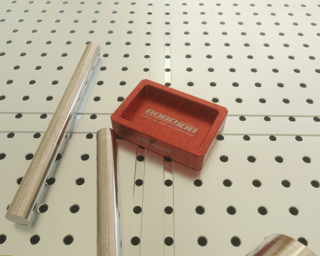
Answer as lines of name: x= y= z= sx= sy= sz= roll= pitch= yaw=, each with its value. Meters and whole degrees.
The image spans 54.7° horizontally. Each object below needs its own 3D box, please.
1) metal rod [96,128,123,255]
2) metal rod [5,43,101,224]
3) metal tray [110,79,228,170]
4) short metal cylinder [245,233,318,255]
metal rod: x=-0.050 y=0.122 z=0.304 sx=0.025 sy=0.025 sz=0.300 roll=-6 pitch=50 yaw=-5
metal rod: x=-0.130 y=-0.018 z=0.420 sx=0.025 sy=0.025 sz=0.300 roll=6 pitch=50 yaw=5
metal tray: x=0.013 y=-0.009 z=0.412 sx=0.130 sy=0.030 sz=0.090 roll=22 pitch=53 yaw=17
short metal cylinder: x=0.103 y=0.137 z=0.258 sx=0.050 sy=0.080 sz=0.080 roll=-29 pitch=56 yaw=-22
